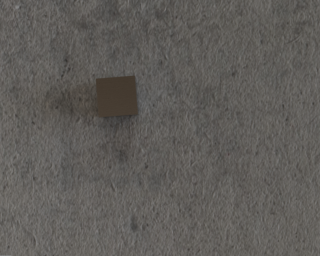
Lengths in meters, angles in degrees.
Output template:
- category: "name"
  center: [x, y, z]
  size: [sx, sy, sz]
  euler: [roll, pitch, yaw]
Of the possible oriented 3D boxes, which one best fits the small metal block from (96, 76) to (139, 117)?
- category: "small metal block"
  center: [-0.055, -0.041, 0.410]
  size: [0.050, 0.025, 0.050]
  euler: [-5, 90, 0]
